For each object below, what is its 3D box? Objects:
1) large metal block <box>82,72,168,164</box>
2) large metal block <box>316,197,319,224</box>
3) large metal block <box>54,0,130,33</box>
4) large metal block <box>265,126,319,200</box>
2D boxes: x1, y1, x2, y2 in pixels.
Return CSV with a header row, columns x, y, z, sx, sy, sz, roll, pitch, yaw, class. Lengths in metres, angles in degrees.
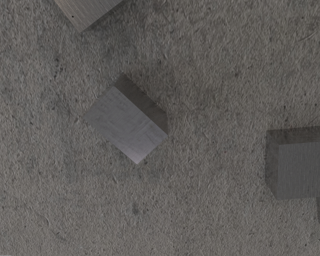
x,y,z,sx,sy,sz,roll,pitch,yaw,class
-0.037,-0.015,0.374,0.080,0.080,0.050,43,105,-14,large metal block
0.274,0.110,0.439,0.080,0.050,0.080,-14,110,5,large metal block
-0.076,-0.162,0.336,0.080,0.050,0.080,-33,107,11,large metal block
0.190,0.046,0.415,0.080,0.050,0.079,-5,110,1,large metal block
